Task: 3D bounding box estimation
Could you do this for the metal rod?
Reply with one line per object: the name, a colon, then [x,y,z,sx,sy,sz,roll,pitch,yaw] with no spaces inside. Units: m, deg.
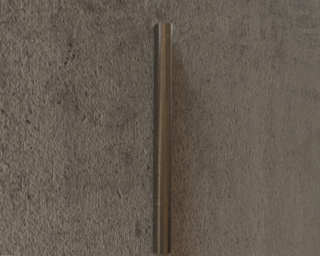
metal rod: [0.004,0.014,0.411,0.025,0.025,0.298,0,90,-40]
